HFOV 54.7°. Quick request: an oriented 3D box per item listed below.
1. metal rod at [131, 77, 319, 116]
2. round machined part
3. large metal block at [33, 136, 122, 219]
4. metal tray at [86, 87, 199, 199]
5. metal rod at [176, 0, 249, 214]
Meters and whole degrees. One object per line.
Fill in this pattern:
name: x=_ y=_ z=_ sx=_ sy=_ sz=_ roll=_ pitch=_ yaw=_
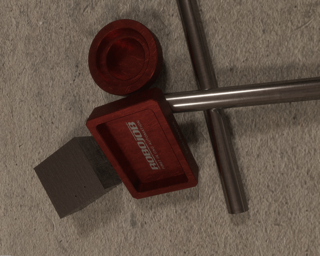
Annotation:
metal rod: x=0.114 y=-0.038 z=0.348 sx=0.301 sy=0.025 sz=0.025 roll=-5 pitch=89 yaw=12
round machined part: x=-0.042 y=-0.090 z=0.414 sx=0.098 sy=0.042 sz=0.097 roll=0 pitch=90 yaw=19
large metal block: x=-0.114 y=0.067 z=0.435 sx=0.080 sy=0.050 sz=0.080 roll=-35 pitch=79 yaw=16
metal tray: x=-0.017 y=0.024 z=0.375 sx=0.090 sy=0.030 sz=0.130 roll=-17 pitch=119 yaw=19
metal rod: x=0.061 y=-0.044 z=0.386 sx=0.025 sy=0.025 sz=0.298 roll=-15 pitch=85 yaw=19
